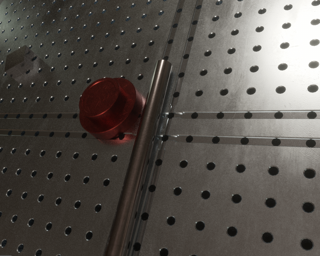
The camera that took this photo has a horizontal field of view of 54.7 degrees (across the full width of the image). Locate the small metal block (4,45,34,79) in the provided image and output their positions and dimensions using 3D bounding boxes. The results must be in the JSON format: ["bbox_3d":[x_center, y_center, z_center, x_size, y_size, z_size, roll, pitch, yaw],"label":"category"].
[{"bbox_3d":[-0.291,-0.137,0.641,0.050,0.025,0.050,-24,53,13],"label":"small metal block"}]

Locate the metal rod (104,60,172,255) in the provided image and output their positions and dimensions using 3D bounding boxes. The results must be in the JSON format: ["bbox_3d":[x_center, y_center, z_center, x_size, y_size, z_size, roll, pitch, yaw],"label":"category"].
[{"bbox_3d":[-0.025,0.038,0.396,0.025,0.025,0.300,-1,61,27],"label":"metal rod"}]

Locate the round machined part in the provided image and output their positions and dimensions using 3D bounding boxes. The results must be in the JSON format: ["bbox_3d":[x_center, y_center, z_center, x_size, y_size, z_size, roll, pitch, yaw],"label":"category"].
[{"bbox_3d":[-0.080,-0.036,0.459,0.098,0.042,0.098,-13,56,20],"label":"round machined part"}]
